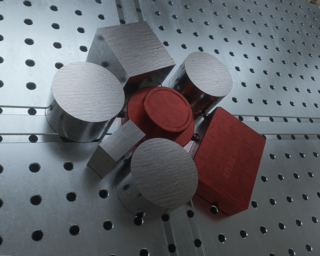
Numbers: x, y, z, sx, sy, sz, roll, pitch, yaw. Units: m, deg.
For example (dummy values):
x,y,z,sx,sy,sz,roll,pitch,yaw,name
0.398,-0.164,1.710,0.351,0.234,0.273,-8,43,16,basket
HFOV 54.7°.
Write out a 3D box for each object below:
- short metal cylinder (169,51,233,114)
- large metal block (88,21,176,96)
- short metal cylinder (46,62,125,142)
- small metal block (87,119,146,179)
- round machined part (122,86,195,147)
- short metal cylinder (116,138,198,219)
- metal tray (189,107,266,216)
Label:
x,y,z,sx,sy,sz,roll,pitch,yaw,name
0.061,-0.067,0.465,0.081,0.050,0.080,14,56,-21,short metal cylinder
-0.039,-0.096,0.430,0.081,0.050,0.080,-24,75,-36,large metal block
-0.088,-0.030,0.362,0.081,0.050,0.080,14,56,-21,short metal cylinder
-0.049,0.024,0.350,0.025,0.050,0.050,45,51,2,small metal block
0.003,-0.016,0.407,0.099,0.042,0.098,14,56,-21,round machined part
-0.004,0.058,0.353,0.081,0.050,0.080,14,56,-21,short metal cylinder
0.090,0.041,0.426,0.090,0.030,0.130,35,51,-5,metal tray
